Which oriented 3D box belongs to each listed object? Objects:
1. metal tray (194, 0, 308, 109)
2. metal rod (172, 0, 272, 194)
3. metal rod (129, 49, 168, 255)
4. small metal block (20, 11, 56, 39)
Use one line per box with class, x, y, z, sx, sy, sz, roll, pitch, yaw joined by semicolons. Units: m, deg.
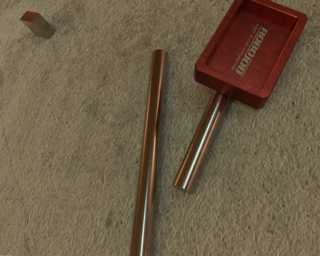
metal tray;0.110;-0.097;0.377;0.090;0.030;0.130;27;73;12
metal rod;0.087;-0.059;0.394;0.025;0.025;0.300;13;68;33
metal rod;-0.011;0.019;0.397;0.025;0.025;0.299;-9;57;23
small metal block;-0.259;-0.219;0.659;0.050;0.050;0.025;23;74;36
